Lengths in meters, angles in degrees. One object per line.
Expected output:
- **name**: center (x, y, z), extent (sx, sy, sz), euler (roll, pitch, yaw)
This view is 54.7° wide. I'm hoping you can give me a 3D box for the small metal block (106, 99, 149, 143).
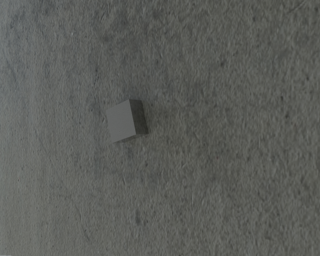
- **small metal block**: center (-0.048, -0.009, 0.442), extent (0.050, 0.025, 0.050), euler (-20, 78, 38)
